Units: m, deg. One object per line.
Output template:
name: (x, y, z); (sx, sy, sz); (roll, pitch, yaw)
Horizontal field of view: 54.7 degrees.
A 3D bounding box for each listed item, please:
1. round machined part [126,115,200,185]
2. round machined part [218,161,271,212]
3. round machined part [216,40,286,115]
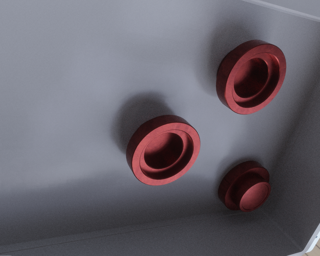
round machined part: (0.001, 0.025, 0.414); (0.099, 0.042, 0.097); (-14, 124, -21)
round machined part: (0.156, 0.110, 0.551); (0.099, 0.042, 0.097); (-14, 124, -21)
round machined part: (0.116, -0.070, 0.417); (0.099, 0.042, 0.097); (-14, 124, -21)
